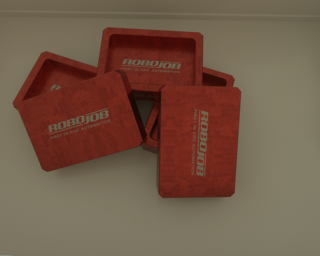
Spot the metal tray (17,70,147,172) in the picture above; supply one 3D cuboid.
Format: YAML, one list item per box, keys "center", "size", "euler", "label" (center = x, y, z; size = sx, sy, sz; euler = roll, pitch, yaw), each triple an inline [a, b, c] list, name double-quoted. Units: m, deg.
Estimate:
- center: [-0.092, -0.008, 0.371]
  size: [0.130, 0.030, 0.089]
  euler: [-16, 100, 10]
  label: "metal tray"

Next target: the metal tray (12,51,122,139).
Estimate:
- center: [-0.115, -0.043, 0.418]
  size: [0.131, 0.030, 0.090]
  euler: [19, 71, 6]
  label: "metal tray"

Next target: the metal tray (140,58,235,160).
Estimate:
- center: [0.038, -0.021, 0.413]
  size: [0.090, 0.030, 0.130]
  euler: [18, 71, 6]
  label: "metal tray"

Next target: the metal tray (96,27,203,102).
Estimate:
- center: [-0.011, -0.082, 0.403]
  size: [0.131, 0.030, 0.090]
  euler: [3, 70, 1]
  label: "metal tray"

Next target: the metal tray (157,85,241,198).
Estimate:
- center: [0.044, 0.015, 0.366]
  size: [0.091, 0.030, 0.129]
  euler: [1, 98, -6]
  label: "metal tray"
